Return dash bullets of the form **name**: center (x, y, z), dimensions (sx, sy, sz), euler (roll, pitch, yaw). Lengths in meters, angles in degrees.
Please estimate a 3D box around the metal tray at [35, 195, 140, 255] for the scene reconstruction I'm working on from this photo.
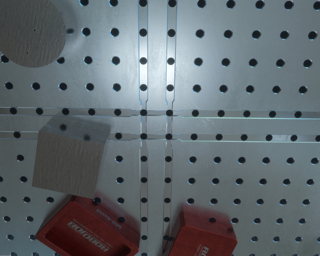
- **metal tray**: center (-0.106, 0.165, 0.470), dimensions (0.130, 0.030, 0.090), euler (41, 105, -14)

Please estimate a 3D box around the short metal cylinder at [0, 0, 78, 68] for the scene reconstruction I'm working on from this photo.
- **short metal cylinder**: center (-0.142, -0.113, 0.357), dimensions (0.081, 0.050, 0.079), euler (0, 110, 0)

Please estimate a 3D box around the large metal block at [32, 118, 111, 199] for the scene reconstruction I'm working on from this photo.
- **large metal block**: center (-0.117, 0.040, 0.414), dimensions (0.081, 0.050, 0.079), euler (13, 110, -5)

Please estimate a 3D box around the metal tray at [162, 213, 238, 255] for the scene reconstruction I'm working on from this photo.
- **metal tray**: center (0.054, 0.204, 0.486), dimensions (0.091, 0.030, 0.129), euler (17, 109, -7)
